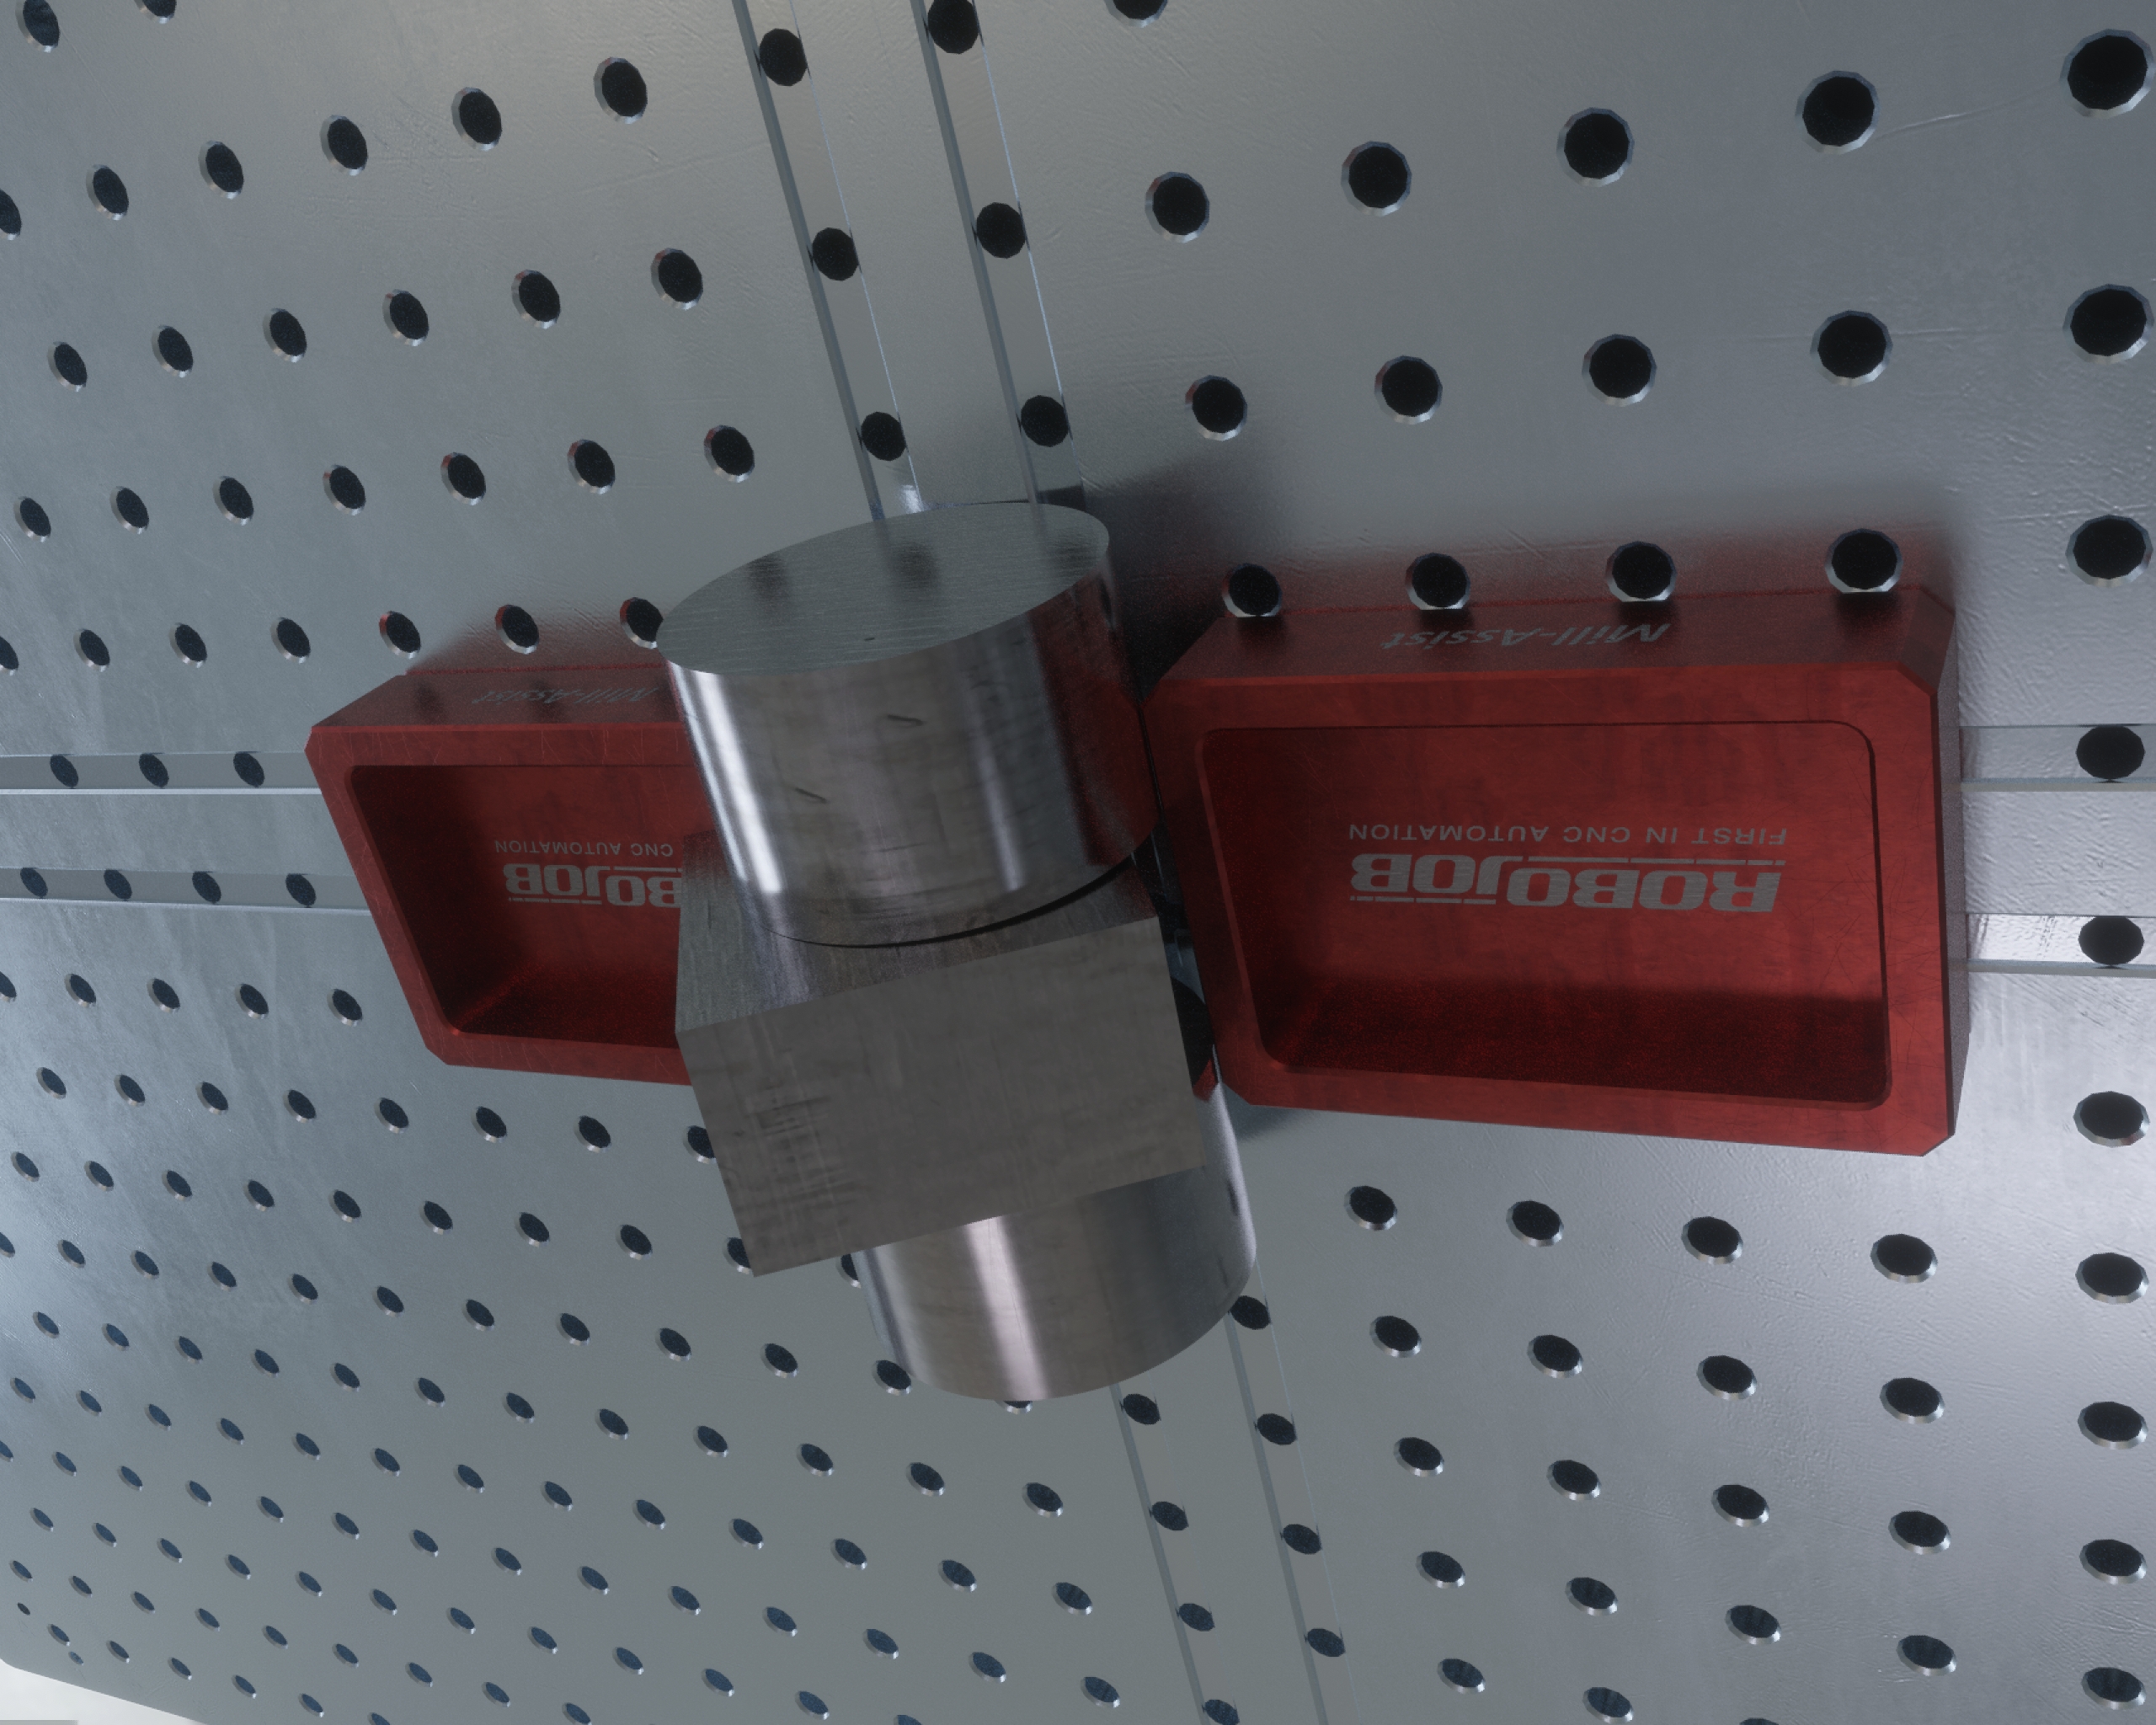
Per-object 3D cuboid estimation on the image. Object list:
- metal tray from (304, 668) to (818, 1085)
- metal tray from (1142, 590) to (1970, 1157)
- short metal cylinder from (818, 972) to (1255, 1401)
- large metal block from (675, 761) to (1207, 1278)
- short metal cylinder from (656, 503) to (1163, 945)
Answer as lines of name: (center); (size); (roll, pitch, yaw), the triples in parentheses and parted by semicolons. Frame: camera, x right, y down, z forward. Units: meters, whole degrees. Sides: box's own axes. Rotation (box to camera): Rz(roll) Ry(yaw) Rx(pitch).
metal tray: (-0.100, 0.004, 0.463); (0.130, 0.030, 0.089); (1, 119, 27)
metal tray: (0.083, 0.002, 0.365); (0.130, 0.030, 0.089); (1, 119, 27)
short metal cylinder: (-0.008, 0.061, 0.417); (0.080, 0.080, 0.050); (2, 119, 27)
large metal block: (-0.027, 0.024, 0.386); (0.080, 0.080, 0.050); (-13, 116, -4)
short metal cylinder: (-0.029, -0.027, 0.374); (0.080, 0.080, 0.050); (2, 119, 27)
